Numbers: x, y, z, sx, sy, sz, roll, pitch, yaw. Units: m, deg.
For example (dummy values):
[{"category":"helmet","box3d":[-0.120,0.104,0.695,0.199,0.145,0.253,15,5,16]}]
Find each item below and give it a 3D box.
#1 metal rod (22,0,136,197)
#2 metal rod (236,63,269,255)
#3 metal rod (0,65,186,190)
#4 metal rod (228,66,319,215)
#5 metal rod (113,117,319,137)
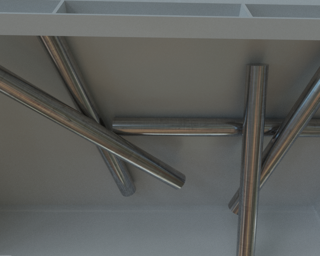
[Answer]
[{"category":"metal rod","box3d":[-0.087,-0.011,0.398,0.025,0.025,0.299,-11,130,9]},{"category":"metal rod","box3d":[0.116,0.069,0.399,0.025,0.025,0.298,-2,108,1]},{"category":"metal rod","box3d":[-0.082,0.004,0.377,0.301,0.025,0.025,34,122,-28]},{"category":"metal rod","box3d":[0.163,-0.003,0.379,0.025,0.025,0.298,16,119,-14]},{"category":"metal rod","box3d":[0.090,-0.001,0.409,0.302,0.025,0.025,0,130,-1]}]
